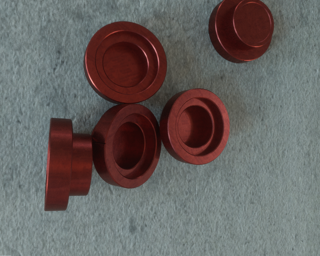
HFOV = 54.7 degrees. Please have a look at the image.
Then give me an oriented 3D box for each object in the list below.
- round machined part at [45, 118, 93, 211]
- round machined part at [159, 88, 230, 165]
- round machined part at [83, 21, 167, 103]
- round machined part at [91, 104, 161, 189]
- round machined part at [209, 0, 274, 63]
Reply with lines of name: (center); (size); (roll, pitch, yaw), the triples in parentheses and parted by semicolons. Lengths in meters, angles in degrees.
round machined part: (-0.099, 0.039, 0.334); (0.042, 0.098, 0.097); (4, 89, -20)
round machined part: (0.041, -0.002, 0.411); (0.099, 0.042, 0.097); (0, 90, -30)
round machined part: (-0.045, -0.077, 0.384); (0.099, 0.042, 0.097); (0, 89, -20)
round machined part: (-0.044, 0.020, 0.369); (0.099, 0.042, 0.097); (-6, 97, -53)
round machined part: (0.124, -0.146, 0.447); (0.099, 0.042, 0.097); (0, 90, -21)
